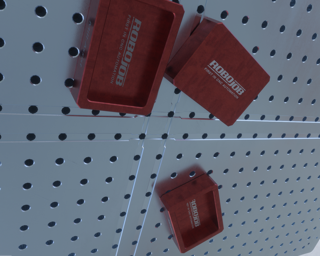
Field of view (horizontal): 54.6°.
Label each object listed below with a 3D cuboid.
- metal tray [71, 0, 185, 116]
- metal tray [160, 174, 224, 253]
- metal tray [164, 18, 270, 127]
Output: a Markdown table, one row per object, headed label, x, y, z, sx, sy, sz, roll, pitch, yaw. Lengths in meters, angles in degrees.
| label | x | y | z | sx | sy | sz | roll | pitch | yaw |
| --- | --- | --- | --- | --- | --- | --- | --- | --- | --- |
| metal tray | -0.037 | -0.081 | 0.337 | 0.091 | 0.030 | 0.129 | 5 | 116 | -31 |
| metal tray | 0.058 | 0.148 | 0.530 | 0.091 | 0.030 | 0.129 | -25 | 127 | -13 |
| metal tray | 0.078 | -0.068 | 0.408 | 0.130 | 0.030 | 0.090 | 31 | 101 | -38 |
